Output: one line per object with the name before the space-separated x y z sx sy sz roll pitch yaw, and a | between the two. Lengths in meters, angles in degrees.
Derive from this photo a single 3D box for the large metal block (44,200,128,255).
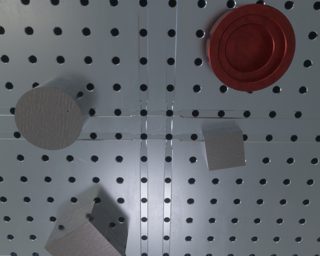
large metal block | -0.107 0.168 0.461 0.080 0.050 0.080 -33 107 11

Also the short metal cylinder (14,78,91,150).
short metal cylinder | -0.132 -0.018 0.392 0.081 0.050 0.079 0 110 0

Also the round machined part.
round machined part | 0.104 -0.096 0.370 0.099 0.042 0.097 0 110 0

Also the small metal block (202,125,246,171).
small metal block | 0.087 0.028 0.424 0.050 0.025 0.050 -9 110 3
